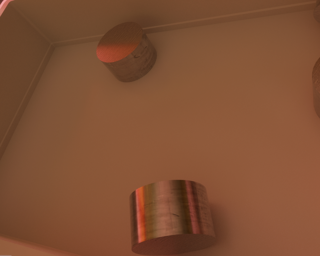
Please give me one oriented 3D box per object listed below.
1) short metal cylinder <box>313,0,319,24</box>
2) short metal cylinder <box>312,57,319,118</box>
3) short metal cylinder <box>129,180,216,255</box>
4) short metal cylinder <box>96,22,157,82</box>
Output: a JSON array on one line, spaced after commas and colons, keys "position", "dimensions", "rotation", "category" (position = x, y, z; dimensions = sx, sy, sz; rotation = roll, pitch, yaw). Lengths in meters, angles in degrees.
[{"position": [0.217, -0.146, 0.339], "dimensions": [0.080, 0.080, 0.050], "rotation": [14, 88, 33], "category": "short metal cylinder"}, {"position": [0.198, -0.041, 0.311], "dimensions": [0.080, 0.050, 0.080], "rotation": [-13, 56, 20], "category": "short metal cylinder"}, {"position": [0.011, 0.091, 0.308], "dimensions": [0.080, 0.080, 0.050], "rotation": [-19, 55, 17], "category": "short metal cylinder"}, {"position": [-0.052, -0.119, 0.488], "dimensions": [0.080, 0.050, 0.080], "rotation": [-13, 56, 20], "category": "short metal cylinder"}]
